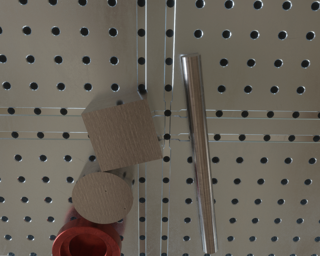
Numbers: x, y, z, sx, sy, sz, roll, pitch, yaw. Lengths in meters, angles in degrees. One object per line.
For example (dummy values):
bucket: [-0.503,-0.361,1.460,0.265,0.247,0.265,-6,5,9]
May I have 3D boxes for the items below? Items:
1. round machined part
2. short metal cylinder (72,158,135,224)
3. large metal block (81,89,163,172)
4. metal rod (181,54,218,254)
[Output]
round machined part: [-0.107,0.175,0.468,0.099,0.042,0.097,0,110,-1]
short metal cylinder: [-0.076,0.084,0.430,0.081,0.050,0.079,0,110,-1]
large metal block: [-0.045,0.002,0.400,0.080,0.050,0.080,-13,110,4]
metal rod: [0.058,0.049,0.432,0.025,0.025,0.298,-8,110,2]
